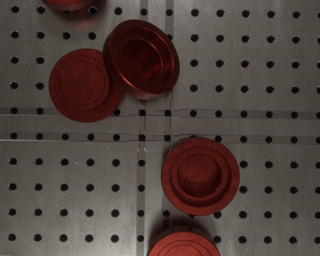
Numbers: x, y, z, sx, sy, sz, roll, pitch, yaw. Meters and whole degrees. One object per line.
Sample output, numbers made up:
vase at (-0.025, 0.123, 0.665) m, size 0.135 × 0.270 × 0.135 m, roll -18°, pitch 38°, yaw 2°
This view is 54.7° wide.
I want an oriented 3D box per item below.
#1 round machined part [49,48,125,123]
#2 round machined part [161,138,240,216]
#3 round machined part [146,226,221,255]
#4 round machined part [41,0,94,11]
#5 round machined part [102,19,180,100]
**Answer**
round machined part at (-0.096, -0.055, 0.404) m, size 0.099 × 0.042 × 0.097 m, roll 0°, pitch 90°, yaw -1°
round machined part at (0.050, 0.061, 0.406) m, size 0.099 × 0.042 × 0.097 m, roll 0°, pitch 90°, yaw -1°
round machined part at (0.030, 0.177, 0.405) m, size 0.099 × 0.042 × 0.097 m, roll 0°, pitch 90°, yaw -1°
round machined part at (-0.120, -0.201, 0.403) m, size 0.099 × 0.042 × 0.097 m, roll 0°, pitch 90°, yaw -1°
round machined part at (-0.027, -0.082, 0.389) m, size 0.099 × 0.042 × 0.098 m, roll 11°, pitch 69°, yaw -32°
